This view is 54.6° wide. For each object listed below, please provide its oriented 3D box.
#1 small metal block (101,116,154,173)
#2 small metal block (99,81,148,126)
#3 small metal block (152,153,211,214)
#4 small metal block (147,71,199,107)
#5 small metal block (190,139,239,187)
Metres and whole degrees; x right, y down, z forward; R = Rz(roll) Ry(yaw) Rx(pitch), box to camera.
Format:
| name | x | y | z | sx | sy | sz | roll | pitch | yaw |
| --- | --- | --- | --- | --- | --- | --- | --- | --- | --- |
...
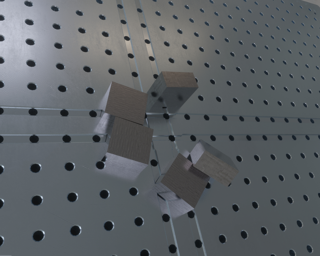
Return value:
| name | x | y | z | sx | sy | sz | roll | pitch | yaw |
| --- | --- | --- | --- | --- | --- | --- | --- | --- | --- |
| small metal block | -0.039 | 0.020 | 0.375 | 0.050 | 0.025 | 0.050 | 19 | 54 | -17 |
| small metal block | -0.046 | -0.026 | 0.399 | 0.050 | 0.025 | 0.050 | 18 | 55 | -18 |
| small metal block | 0.027 | 0.068 | 0.381 | 0.050 | 0.025 | 0.050 | 39 | 51 | -2 |
| small metal block | 0.017 | -0.053 | 0.433 | 0.050 | 0.050 | 0.025 | -4 | 64 | -30 |
| small metal block | 0.069 | 0.044 | 0.401 | 0.050 | 0.025 | 0.050 | 32 | 12 | -7 |
